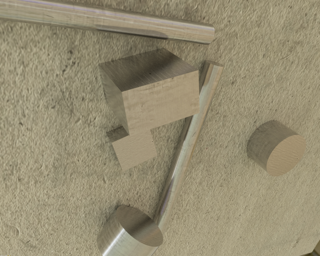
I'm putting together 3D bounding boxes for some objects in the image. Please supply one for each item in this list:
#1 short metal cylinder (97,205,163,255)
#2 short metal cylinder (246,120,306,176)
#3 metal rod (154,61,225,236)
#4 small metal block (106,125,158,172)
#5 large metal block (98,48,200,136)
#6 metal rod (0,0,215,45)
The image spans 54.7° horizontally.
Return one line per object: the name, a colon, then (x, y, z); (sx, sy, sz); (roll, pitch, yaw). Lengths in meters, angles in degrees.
short metal cylinder: (-0.043, 0.158, 0.446); (0.080, 0.080, 0.050); (28, 103, -38)
short metal cylinder: (0.193, 0.034, 0.517); (0.081, 0.050, 0.079); (-14, 124, -21)
metal rod: (0.032, 0.049, 0.454); (0.025, 0.025, 0.298); (2, 118, -30)
small metal block: (-0.036, 0.021, 0.401); (0.050, 0.025, 0.050); (-24, 128, -14)
large metal block: (-0.013, -0.044, 0.337); (0.081, 0.080, 0.050); (-19, 126, -18)
metal rod: (-0.076, -0.108, 0.298); (0.303, 0.025, 0.025); (-2, 119, -28)
